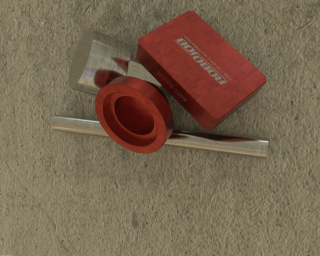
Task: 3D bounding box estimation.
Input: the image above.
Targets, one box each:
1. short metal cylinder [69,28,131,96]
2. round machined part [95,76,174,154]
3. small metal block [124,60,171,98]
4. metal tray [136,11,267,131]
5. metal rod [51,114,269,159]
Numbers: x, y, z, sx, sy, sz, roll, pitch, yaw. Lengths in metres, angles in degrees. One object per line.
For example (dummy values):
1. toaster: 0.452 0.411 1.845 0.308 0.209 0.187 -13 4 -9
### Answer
1. short metal cylinder: -0.080 -0.082 0.404 0.080 0.050 0.080 -33 48 48
2. round machined part: -0.027 -0.020 0.378 0.098 0.042 0.097 18 133 21
3. small metal block: -0.011 -0.062 0.399 0.050 0.050 0.025 25 99 18
4. metal tray: 0.046 -0.071 0.364 0.090 0.030 0.130 -37 75 -24
5. metal rod: -0.014 0.008 0.415 0.301 0.025 0.025 7 92 19
